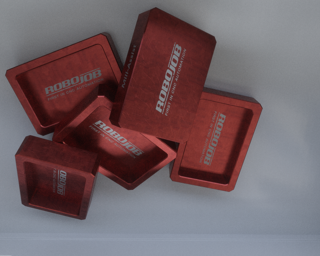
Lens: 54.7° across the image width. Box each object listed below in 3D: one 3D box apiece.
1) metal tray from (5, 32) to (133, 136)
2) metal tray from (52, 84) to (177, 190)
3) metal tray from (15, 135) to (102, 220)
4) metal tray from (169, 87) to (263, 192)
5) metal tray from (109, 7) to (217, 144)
[{"bbox_3d":[-0.108,-0.054,0.385,0.131,0.030,0.090,-19,109,6],"label":"metal tray"},{"bbox_3d":[-0.053,0.017,0.389,0.090,0.030,0.130,-40,121,20],"label":"metal tray"},{"bbox_3d":[-0.131,0.070,0.400,0.091,0.030,0.129,16,138,-6],"label":"metal tray"},{"bbox_3d":[0.070,0.016,0.414,0.091,0.030,0.129,12,110,-5],"label":"metal tray"},{"bbox_3d":[0.005,-0.055,0.350,0.091,0.030,0.129,16,91,-30],"label":"metal tray"}]
